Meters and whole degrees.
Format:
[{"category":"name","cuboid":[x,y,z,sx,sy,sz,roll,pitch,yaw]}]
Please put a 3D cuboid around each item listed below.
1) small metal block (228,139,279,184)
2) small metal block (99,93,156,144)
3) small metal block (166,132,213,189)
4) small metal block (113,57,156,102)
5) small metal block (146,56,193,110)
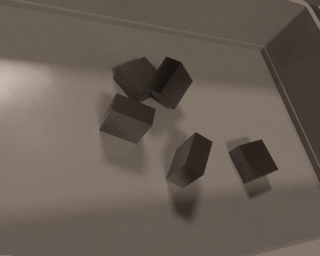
[{"category":"small metal block","cuboid":[0.136,0.048,0.452,0.050,0.025,0.050,-11,67,-33]},{"category":"small metal block","cuboid":[-0.040,-0.010,0.375,0.050,0.050,0.025,21,54,-16]},{"category":"small metal block","cuboid":[0.036,0.041,0.386,0.025,0.050,0.050,30,52,-9]},{"category":"small metal block","cuboid":[-0.028,-0.066,0.433,0.050,0.025,0.050,-33,80,-38]},{"category":"small metal block","cuboid":[0.014,-0.060,0.421,0.025,0.050,0.050,29,82,31]}]
